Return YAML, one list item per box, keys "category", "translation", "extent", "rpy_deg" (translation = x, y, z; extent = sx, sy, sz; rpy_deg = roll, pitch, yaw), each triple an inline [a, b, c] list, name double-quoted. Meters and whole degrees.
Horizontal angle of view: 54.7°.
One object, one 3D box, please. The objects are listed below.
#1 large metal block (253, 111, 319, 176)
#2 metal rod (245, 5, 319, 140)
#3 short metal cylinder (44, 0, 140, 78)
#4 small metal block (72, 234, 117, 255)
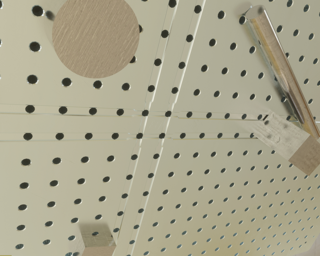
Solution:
- category: "large metal block"
  translation: [0.216, 0.026, 0.513]
  extent: [0.080, 0.080, 0.050]
  rpy_deg: [29, 102, -38]
- category: "metal rod"
  translation: [0.203, -0.066, 0.484]
  extent: [0.025, 0.025, 0.300]
  rpy_deg: [-45, 130, 2]
- category: "short metal cylinder"
  translation: [-0.067, -0.095, 0.301]
  extent: [0.081, 0.050, 0.079]
  rpy_deg: [-14, 125, -21]
- category: "small metal block"
  translation: [-0.102, 0.191, 0.475]
  extent: [0.050, 0.025, 0.050]
  rpy_deg: [12, 112, -34]
